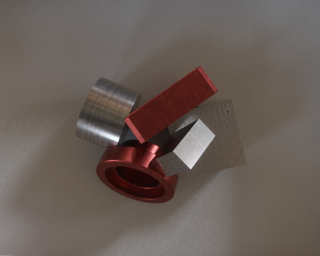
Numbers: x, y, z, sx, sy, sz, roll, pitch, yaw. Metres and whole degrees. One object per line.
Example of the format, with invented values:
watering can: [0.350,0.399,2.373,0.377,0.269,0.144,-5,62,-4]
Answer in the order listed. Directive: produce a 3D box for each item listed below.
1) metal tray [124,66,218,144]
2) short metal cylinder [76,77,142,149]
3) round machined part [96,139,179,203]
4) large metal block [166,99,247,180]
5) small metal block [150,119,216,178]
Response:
metal tray: [0.010,-0.023,0.357,0.090,0.130,0.030,-35,91,0]
short metal cylinder: [-0.062,-0.016,0.381,0.050,0.080,0.080,23,90,-1]
round machined part: [-0.024,0.051,0.383,0.098,0.097,0.042,20,55,-1]
large metal block: [0.054,0.012,0.391,0.080,0.050,0.080,-14,95,-1]
small metal block: [0.024,0.022,0.329,0.025,0.050,0.050,46,58,-7]
